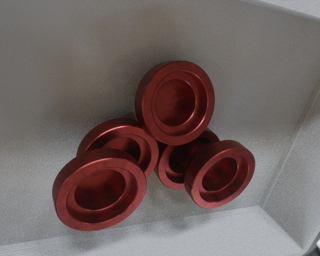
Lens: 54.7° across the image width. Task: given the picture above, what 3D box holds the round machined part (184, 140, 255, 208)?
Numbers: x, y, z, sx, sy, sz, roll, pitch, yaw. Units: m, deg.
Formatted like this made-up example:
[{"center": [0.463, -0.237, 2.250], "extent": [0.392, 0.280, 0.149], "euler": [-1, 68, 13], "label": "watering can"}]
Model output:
[{"center": [0.075, 0.057, 0.419], "extent": [0.099, 0.042, 0.097], "euler": [-14, 124, -21], "label": "round machined part"}]

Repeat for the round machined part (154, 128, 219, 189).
[{"center": [0.033, 0.035, 0.435], "extent": [0.099, 0.042, 0.097], "euler": [-14, 124, -21], "label": "round machined part"}]

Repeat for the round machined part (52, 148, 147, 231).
[{"center": [-0.068, 0.063, 0.343], "extent": [0.099, 0.042, 0.097], "euler": [-14, 124, -21], "label": "round machined part"}]

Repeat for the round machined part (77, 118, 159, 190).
[{"center": [-0.054, 0.030, 0.385], "extent": [0.099, 0.042, 0.097], "euler": [-14, 124, -21], "label": "round machined part"}]

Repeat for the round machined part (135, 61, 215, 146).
[{"center": [0.014, -0.031, 0.371], "extent": [0.099, 0.042, 0.097], "euler": [-7, 104, -29], "label": "round machined part"}]
